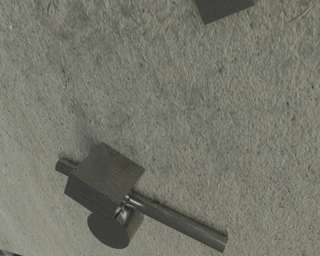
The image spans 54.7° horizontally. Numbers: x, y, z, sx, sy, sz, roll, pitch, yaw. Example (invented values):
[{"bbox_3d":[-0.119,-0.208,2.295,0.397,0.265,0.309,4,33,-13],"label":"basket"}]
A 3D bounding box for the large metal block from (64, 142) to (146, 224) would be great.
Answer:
[{"bbox_3d":[-0.080,0.079,0.461,0.080,0.080,0.050,32,128,7],"label":"large metal block"}]

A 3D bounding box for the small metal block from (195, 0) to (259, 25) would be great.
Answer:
[{"bbox_3d":[0.059,-0.133,0.293,0.050,0.025,0.050,-13,112,33],"label":"small metal block"}]

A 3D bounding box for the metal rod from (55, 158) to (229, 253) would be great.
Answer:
[{"bbox_3d":[-0.037,0.119,0.498,0.301,0.025,0.025,23,127,14],"label":"metal rod"}]

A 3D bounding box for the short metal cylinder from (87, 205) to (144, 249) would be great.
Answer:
[{"bbox_3d":[-0.075,0.157,0.525,0.080,0.050,0.079,13,124,20],"label":"short metal cylinder"}]
